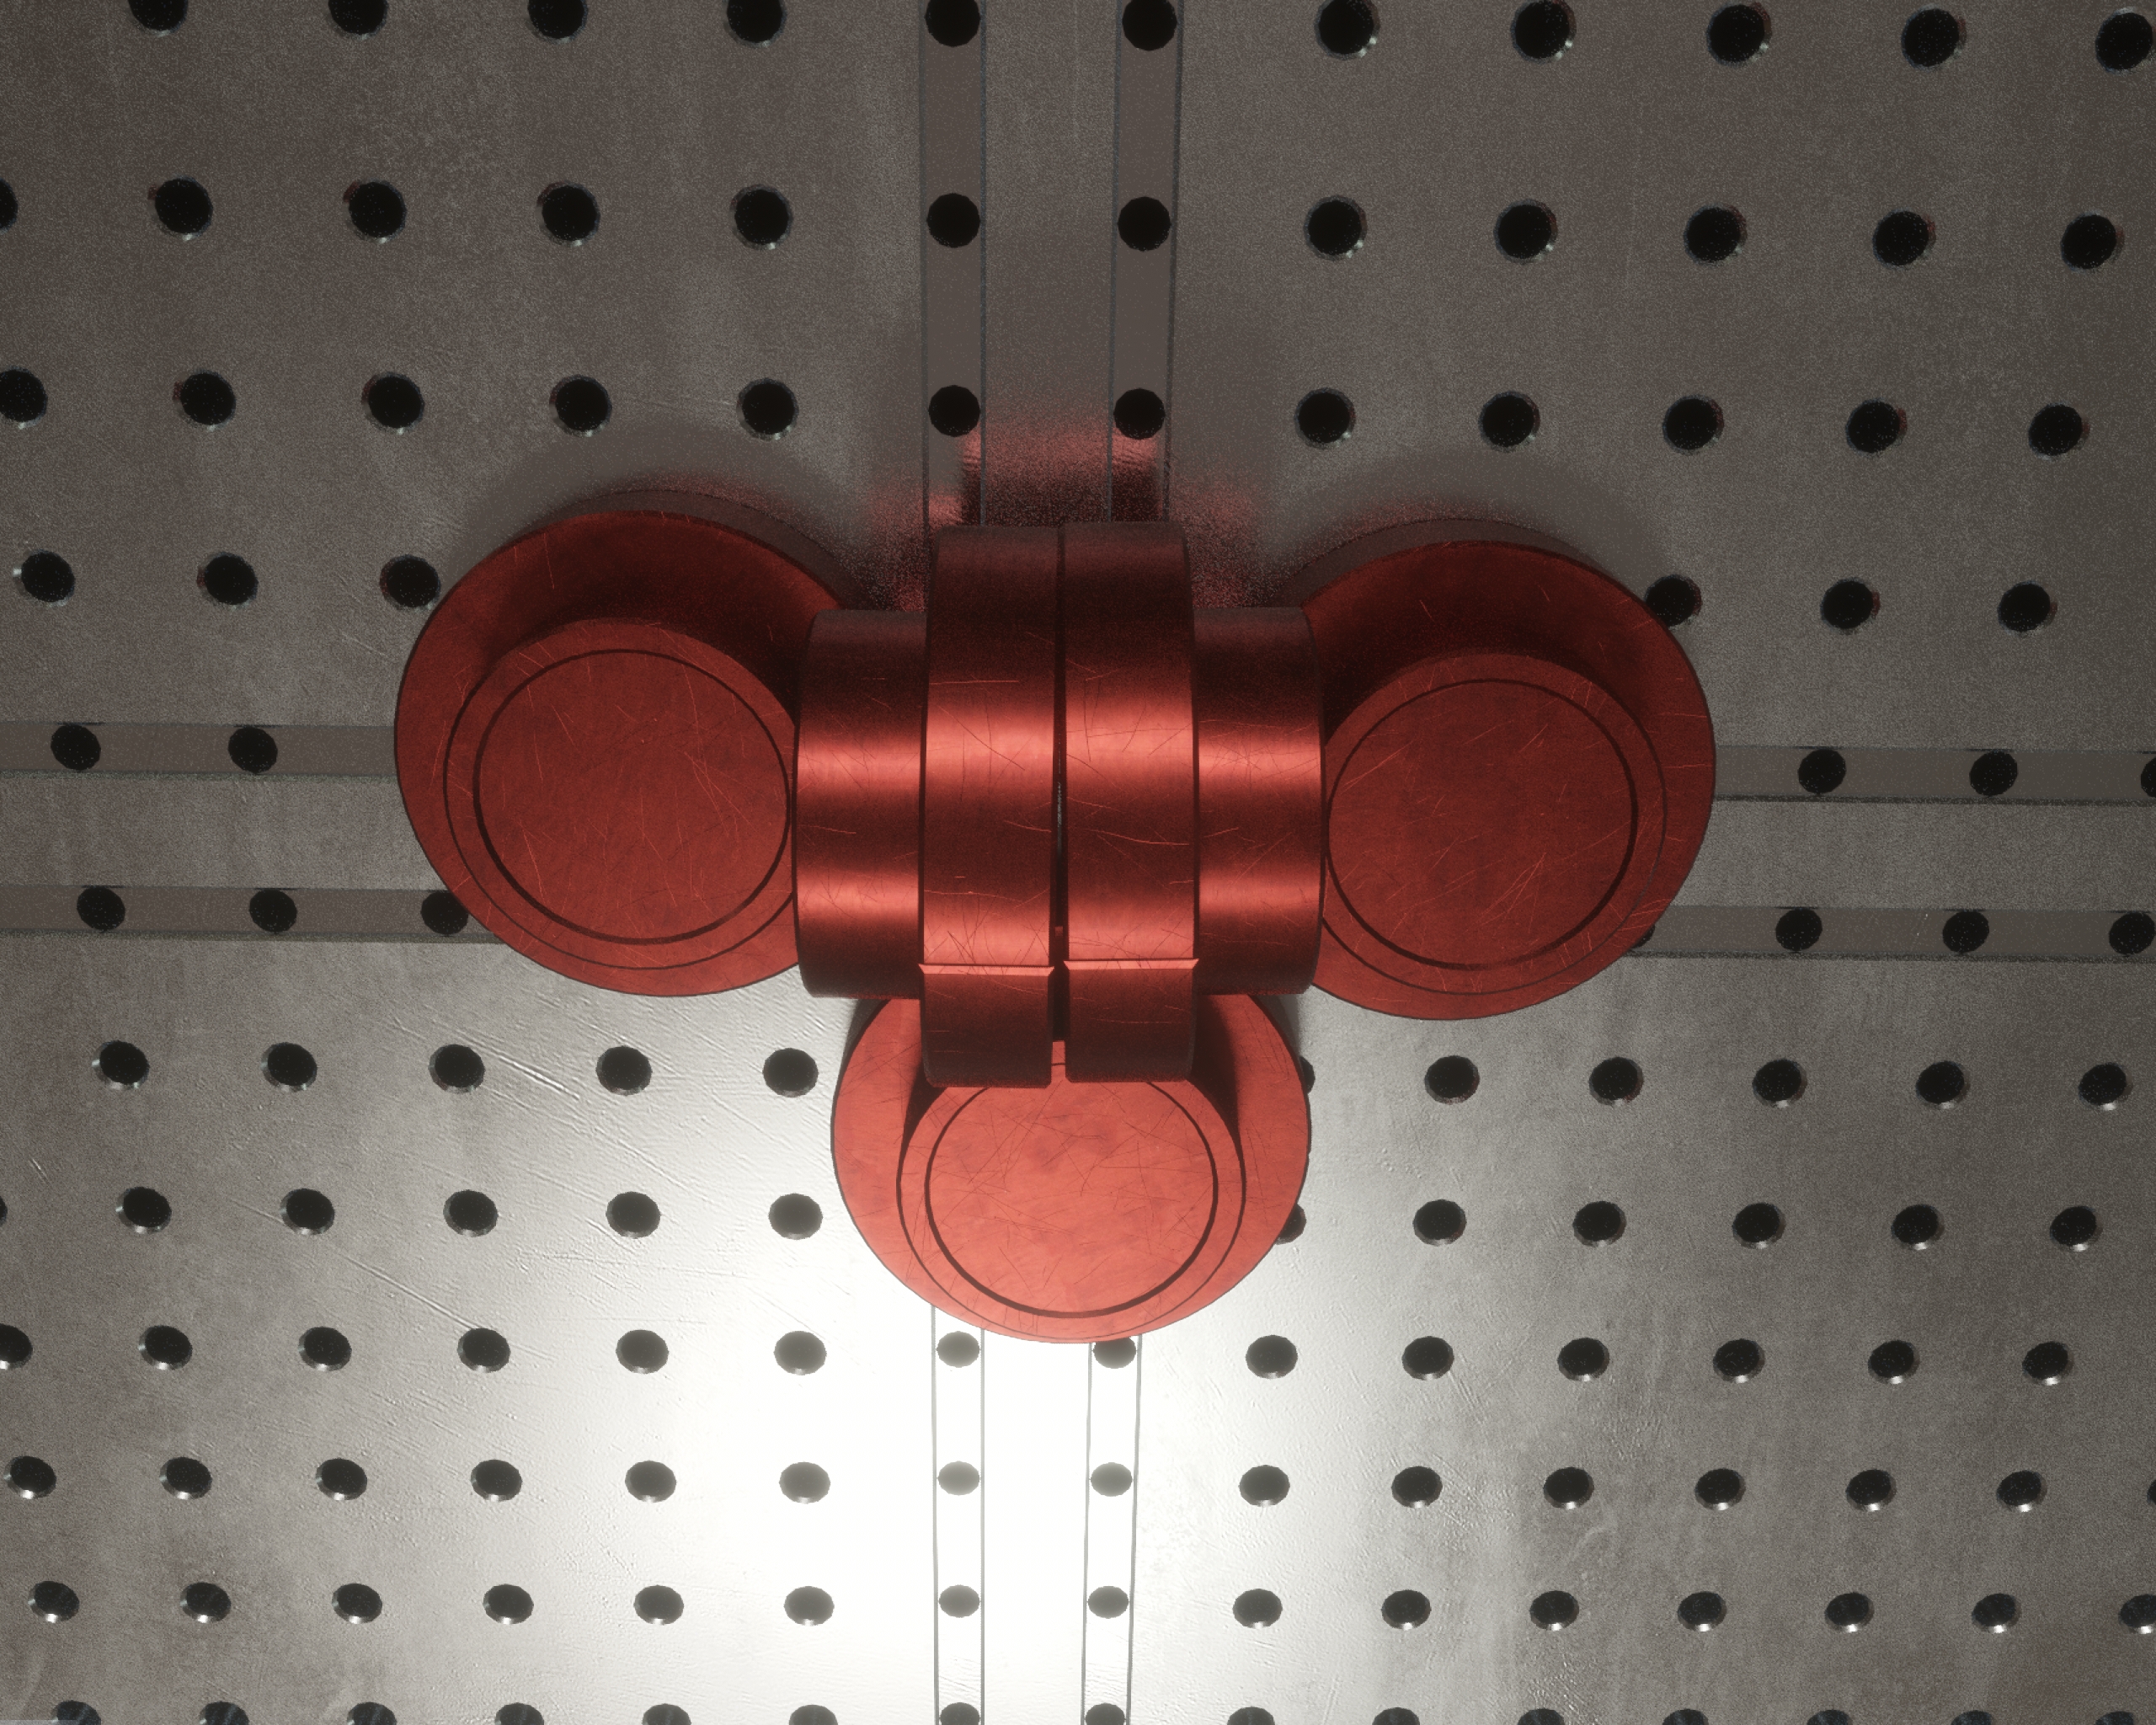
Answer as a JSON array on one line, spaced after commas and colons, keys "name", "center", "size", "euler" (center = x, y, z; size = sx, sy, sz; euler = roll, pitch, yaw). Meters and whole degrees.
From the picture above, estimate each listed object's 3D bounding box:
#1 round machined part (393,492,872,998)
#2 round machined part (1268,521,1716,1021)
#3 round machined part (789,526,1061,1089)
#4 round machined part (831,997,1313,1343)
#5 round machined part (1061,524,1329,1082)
[{"name": "round machined part", "center": [-0.081, -0.018, 0.396], "size": [0.099, 0.042, 0.097], "euler": [0, 110, -1]}, {"name": "round machined part", "center": [0.073, -0.013, 0.400], "size": [0.099, 0.042, 0.097], "euler": [0, 110, -1]}, {"name": "round machined part", "center": [-0.025, -0.010, 0.364], "size": [0.042, 0.098, 0.097], "euler": [1, 110, -1]}, {"name": "round machined part", "center": [-0.001, 0.057, 0.425], "size": [0.099, 0.042, 0.097], "euler": [0, 110, -1]}, {"name": "round machined part", "center": [0.019, -0.010, 0.365], "size": [0.042, 0.098, 0.097], "euler": [-1, 110, 0]}]
